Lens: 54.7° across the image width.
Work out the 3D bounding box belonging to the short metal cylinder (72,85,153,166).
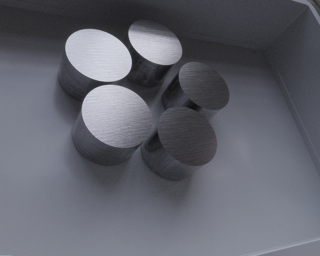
[{"bbox_3d":[-0.056,-0.003,0.359,0.081,0.050,0.080,14,56,-21],"label":"short metal cylinder"}]

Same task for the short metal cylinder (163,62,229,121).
[{"bbox_3d":[0.051,-0.047,0.443,0.081,0.050,0.080,14,56,-21],"label":"short metal cylinder"}]

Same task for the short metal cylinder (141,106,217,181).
[{"bbox_3d":[0.023,0.020,0.387,0.081,0.050,0.080,14,56,-21],"label":"short metal cylinder"}]

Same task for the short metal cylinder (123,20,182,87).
[{"bbox_3d":[-0.016,-0.107,0.443,0.081,0.050,0.080,14,56,-21],"label":"short metal cylinder"}]

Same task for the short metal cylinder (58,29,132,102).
[{"bbox_3d":[-0.082,-0.076,0.389,0.081,0.050,0.080,14,56,-21],"label":"short metal cylinder"}]
